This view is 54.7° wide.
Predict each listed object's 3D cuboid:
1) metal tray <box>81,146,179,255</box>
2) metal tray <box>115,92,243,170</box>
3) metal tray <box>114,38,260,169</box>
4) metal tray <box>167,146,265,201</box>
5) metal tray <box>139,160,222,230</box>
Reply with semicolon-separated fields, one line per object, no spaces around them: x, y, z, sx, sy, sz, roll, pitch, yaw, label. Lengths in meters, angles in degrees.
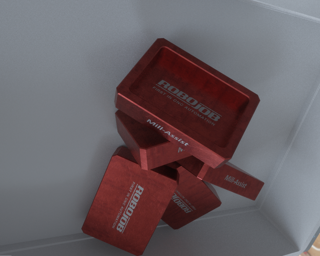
-0.040;0.100;0.417;0.090;0.030;0.129;24;108;-2;metal tray
0.022;-0.004;0.377;0.131;0.090;0.030;-16;126;-20;metal tray
0.030;-0.029;0.329;0.090;0.130;0.030;-56;177;-28;metal tray
0.077;0.056;0.442;0.131;0.090;0.030;26;93;-38;metal tray
0.027;0.099;0.470;0.090;0.030;0.130;-32;130;9;metal tray
